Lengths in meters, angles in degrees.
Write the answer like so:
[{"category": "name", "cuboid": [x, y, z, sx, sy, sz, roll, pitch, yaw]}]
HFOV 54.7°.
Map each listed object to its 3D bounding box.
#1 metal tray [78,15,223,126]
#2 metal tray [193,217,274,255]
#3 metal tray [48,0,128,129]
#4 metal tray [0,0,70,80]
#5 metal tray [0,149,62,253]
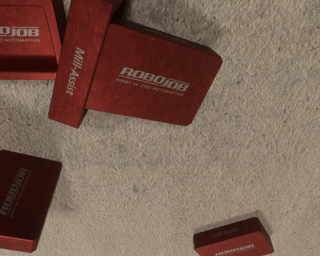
[{"category": "metal tray", "cuboid": [-0.010, -0.055, 0.326, 0.131, 0.030, 0.089, 9, 121, -28]}, {"category": "metal tray", "cuboid": [0.141, 0.223, 0.596, 0.130, 0.030, 0.090, -23, 127, 17]}, {"category": "metal tray", "cuboid": [-0.067, -0.074, 0.298, 0.030, 0.090, 0.129, 21, 127, -8]}, {"category": "metal tray", "cuboid": [-0.164, -0.096, 0.319, 0.131, 0.030, 0.089, 0, 130, -1]}, {"category": "metal tray", "cuboid": [-0.193, 0.093, 0.414, 0.091, 0.130, 0.030, 15, 128, -13]}]
